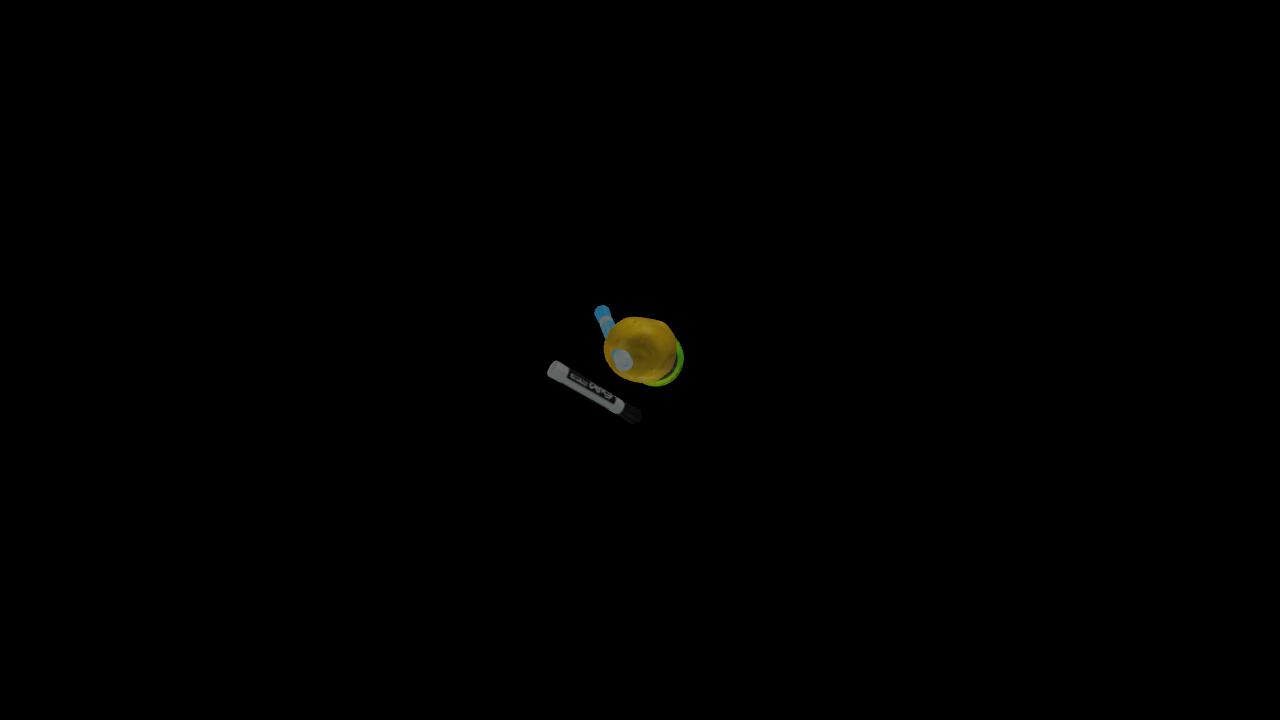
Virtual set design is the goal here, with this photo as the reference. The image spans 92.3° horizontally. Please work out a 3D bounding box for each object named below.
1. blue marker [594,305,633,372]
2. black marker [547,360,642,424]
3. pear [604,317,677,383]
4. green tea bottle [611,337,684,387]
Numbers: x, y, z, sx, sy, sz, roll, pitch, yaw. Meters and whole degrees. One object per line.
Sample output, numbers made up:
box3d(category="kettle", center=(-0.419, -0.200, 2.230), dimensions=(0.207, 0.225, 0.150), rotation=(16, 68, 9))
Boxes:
box3d(category="blue marker", center=(-0.031, -0.027, 0.684), dimensions=(0.020, 0.020, 0.121), rotation=(0, 32, -18))
box3d(category="black marker", center=(-0.045, 0.037, 0.659), dimensions=(0.121, 0.020, 0.020), rotation=(33, -17, -28))
box3d(category="pear", center=(0.003, -0.019, 0.695), dimensions=(0.080, 0.080, 0.111), rotation=(0, 19, 8))
box3d(category="green tea bottle", center=(0.021, -0.004, 0.767), dimensions=(0.073, 0.073, 0.212), rotation=(0, 3, 0))
